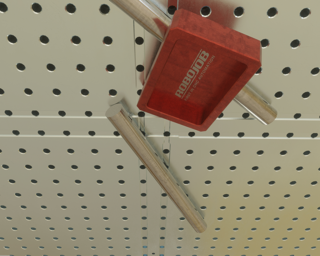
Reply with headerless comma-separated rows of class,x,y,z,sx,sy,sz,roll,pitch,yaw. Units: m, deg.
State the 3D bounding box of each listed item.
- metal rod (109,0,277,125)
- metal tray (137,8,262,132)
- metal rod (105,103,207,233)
metal rod,0.027,-0.089,0.336,0.301,0.025,0.025,33,123,-25
metal tray,0.036,-0.053,0.333,0.091,0.030,0.129,19,145,-8
metal rod,0.008,0.079,0.479,0.025,0.025,0.299,-21,128,16
